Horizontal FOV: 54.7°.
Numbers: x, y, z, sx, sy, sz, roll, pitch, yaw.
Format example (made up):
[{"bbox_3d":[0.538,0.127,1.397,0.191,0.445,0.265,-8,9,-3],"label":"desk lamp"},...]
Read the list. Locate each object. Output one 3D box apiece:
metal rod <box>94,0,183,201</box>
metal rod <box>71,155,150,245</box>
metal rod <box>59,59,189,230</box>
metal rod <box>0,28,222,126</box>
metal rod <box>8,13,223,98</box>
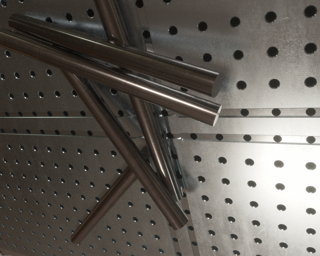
[{"bbox_3d":[-0.022,-0.028,0.404,0.025,0.025,0.298,-5,116,30],"label":"metal rod"},{"bbox_3d":[-0.099,0.138,0.546,0.025,0.025,0.298,40,129,1],"label":"metal rod"},{"bbox_3d":[-0.056,0.013,0.427,0.025,0.025,0.299,-32,95,38],"label":"metal rod"},{"bbox_3d":[-0.073,-0.067,0.373,0.301,0.025,0.025,22,126,15],"label":"metal rod"},{"bbox_3d":[-0.071,-0.092,0.358,0.300,0.025,0.025,23,127,26],"label":"metal rod"}]
